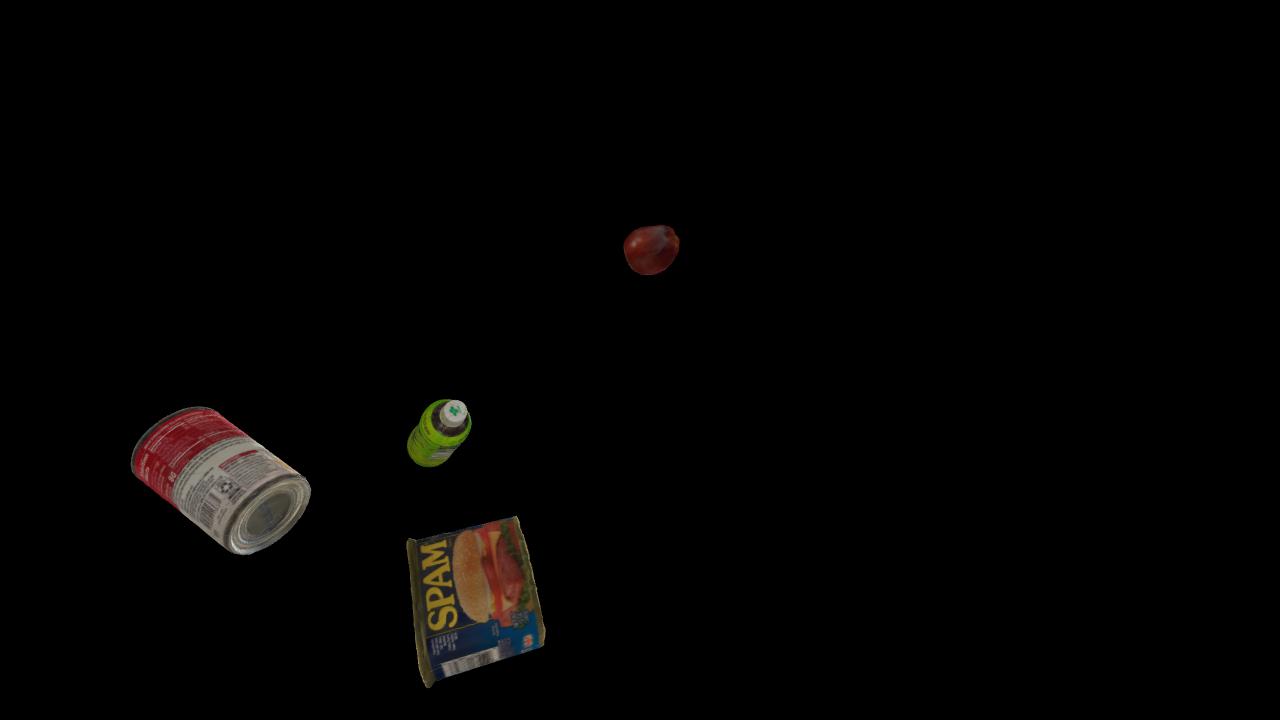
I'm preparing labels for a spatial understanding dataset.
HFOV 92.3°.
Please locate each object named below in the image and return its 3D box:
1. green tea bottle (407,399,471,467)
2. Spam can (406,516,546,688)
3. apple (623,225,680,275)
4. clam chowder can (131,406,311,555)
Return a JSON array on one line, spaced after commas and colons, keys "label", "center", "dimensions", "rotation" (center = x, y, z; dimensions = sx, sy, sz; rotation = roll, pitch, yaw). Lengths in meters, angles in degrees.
[{"label": "green tea bottle", "center": [-0.283, 0.101, 0.880], "dimensions": [0.073, 0.073, 0.212], "rotation": [0, -19, -30]}, {"label": "Spam can", "center": [-0.122, 0.174, 0.458], "dimensions": [0.085, 0.058, 0.101], "rotation": [-10, 46, -17]}, {"label": "apple", "center": [0.018, -0.178, 0.988], "dimensions": [0.093, 0.079, 0.079], "rotation": [-18, -9, 28]}, {"label": "clam chowder can", "center": [-0.307, 0.088, 0.455], "dimensions": [0.102, 0.068, 0.068], "rotation": [29, 8, 14]}]
